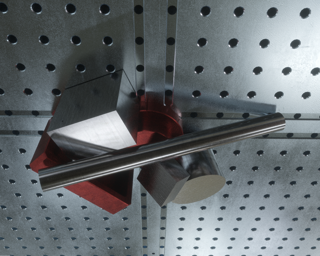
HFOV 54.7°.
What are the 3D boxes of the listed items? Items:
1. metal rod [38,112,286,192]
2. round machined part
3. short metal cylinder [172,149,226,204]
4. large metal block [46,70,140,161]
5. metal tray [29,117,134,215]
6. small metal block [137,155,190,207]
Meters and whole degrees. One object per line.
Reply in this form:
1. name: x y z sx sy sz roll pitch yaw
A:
1. metal rod: 0.016 0.024 0.370 0.302 0.025 0.025 -13 132 -15
2. round machined part: -0.017 0.015 0.417 0.099 0.042 0.097 -1 130 0
3. short metal cylinder: 0.045 0.066 0.436 0.081 0.050 0.080 -12 144 -9
4. large metal block: -0.072 -0.015 0.360 0.080 0.080 0.050 -16 128 13
5. metal tray: -0.092 0.044 0.404 0.030 0.090 0.130 -36 122 26
6. small metal block: 0.003 0.062 0.391 0.025 0.050 0.050 -18 144 -45
